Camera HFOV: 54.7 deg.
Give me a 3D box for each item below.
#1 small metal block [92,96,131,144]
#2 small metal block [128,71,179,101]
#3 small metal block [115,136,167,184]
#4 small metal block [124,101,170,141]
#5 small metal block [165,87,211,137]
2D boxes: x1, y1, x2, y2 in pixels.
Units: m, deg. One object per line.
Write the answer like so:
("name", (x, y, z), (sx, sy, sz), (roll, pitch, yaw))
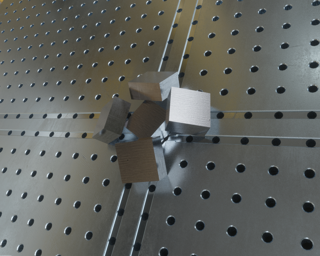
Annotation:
("small metal block", (-0.068, -0.010, 0.434), (0.050, 0.025, 0.050), (-28, 42, 56))
("small metal block", (-0.008, -0.059, 0.431), (0.050, 0.025, 0.050), (6, 29, 31))
("small metal block", (-0.023, 0.039, 0.379), (0.050, 0.025, 0.050), (-9, 94, 23))
("small metal block", (-0.013, -0.006, 0.416), (0.050, 0.025, 0.050), (-49, 52, -7))
("small metal block", (0.035, -0.020, 0.386), (0.050, 0.025, 0.050), (9, 60, -7))
